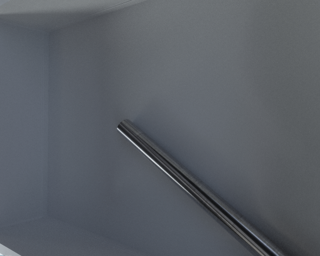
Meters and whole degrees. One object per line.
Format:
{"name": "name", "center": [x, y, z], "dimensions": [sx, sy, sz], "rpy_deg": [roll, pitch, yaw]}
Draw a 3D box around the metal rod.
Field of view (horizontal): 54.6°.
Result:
{"name": "metal rod", "center": [0.046, 0.076, 0.369], "dimensions": [0.300, 0.025, 0.025], "rpy_deg": [38, 114, 33]}
